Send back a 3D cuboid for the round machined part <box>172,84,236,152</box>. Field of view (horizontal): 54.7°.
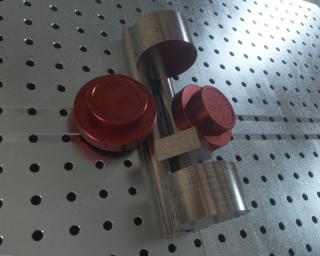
[{"bbox_3d":[0.066,-0.020,0.428,0.099,0.042,0.098,26,47,-31],"label":"round machined part"}]

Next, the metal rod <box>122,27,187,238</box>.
[{"bbox_3d":[-0.014,-0.013,0.407,0.025,0.025,0.299,1,61,-28],"label":"metal rod"}]

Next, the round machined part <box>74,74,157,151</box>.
[{"bbox_3d":[-0.052,-0.025,0.369,0.099,0.042,0.098,5,61,-10],"label":"round machined part"}]

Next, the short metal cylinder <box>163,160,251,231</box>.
[{"bbox_3d":[0.048,0.073,0.326,0.081,0.080,0.050,1,62,-28],"label":"short metal cylinder"}]

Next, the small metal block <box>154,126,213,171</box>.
[{"bbox_3d":[0.028,0.026,0.361,0.050,0.050,0.025,41,32,-60],"label":"small metal block"}]

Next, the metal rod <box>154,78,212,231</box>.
[{"bbox_3d":[0.017,-0.015,0.425,0.025,0.025,0.299,1,61,-28],"label":"metal rod"}]

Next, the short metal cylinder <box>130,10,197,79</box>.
[{"bbox_3d":[0.004,-0.109,0.413,0.081,0.080,0.050,1,62,-28],"label":"short metal cylinder"}]
